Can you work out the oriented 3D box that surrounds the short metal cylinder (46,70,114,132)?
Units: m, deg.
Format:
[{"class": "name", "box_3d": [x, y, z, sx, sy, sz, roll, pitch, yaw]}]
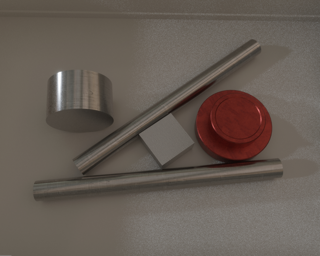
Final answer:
[{"class": "short metal cylinder", "box_3d": [-0.100, -0.031, 0.390, 0.081, 0.080, 0.050, -5, 70, -2]}]

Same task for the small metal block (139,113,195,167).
[{"class": "small metal block", "box_3d": [0.008, 0.017, 0.401, 0.050, 0.025, 0.050, -34, 74, -12]}]

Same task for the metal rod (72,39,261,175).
[{"class": "metal rod", "box_3d": [0.018, -0.035, 0.421, 0.301, 0.025, 0.025, -35, 74, -12]}]

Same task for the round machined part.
[{"class": "round machined part", "box_3d": [0.097, -0.006, 0.401, 0.099, 0.042, 0.098, 0, 70, -1]}]

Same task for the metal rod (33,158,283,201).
[{"class": "metal rod", "box_3d": [0.000, 0.064, 0.385, 0.302, 0.025, 0.025, -5, 70, -3]}]
